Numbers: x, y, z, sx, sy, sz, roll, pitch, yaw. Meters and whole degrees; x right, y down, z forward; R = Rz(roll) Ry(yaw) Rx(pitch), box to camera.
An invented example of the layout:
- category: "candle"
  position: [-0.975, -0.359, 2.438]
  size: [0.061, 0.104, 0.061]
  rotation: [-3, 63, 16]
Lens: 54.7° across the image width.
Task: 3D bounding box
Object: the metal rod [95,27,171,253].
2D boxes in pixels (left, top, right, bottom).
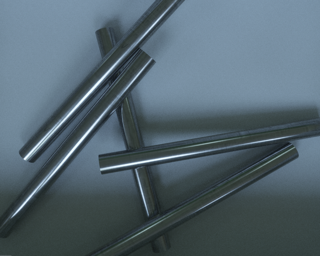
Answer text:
- category: "metal rod"
  position: [-0.035, 0.016, 0.411]
  size: [0.025, 0.025, 0.298]
  rotation: [-15, 90, 0]

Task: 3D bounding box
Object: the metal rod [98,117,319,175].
- category: "metal rod"
  position: [0.075, 0.021, 0.397]
  size: [0.302, 0.025, 0.025]
  rotation: [-9, 90, -7]

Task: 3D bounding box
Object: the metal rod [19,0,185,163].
- category: "metal rod"
  position: [-0.071, -0.068, 0.386]
  size: [0.025, 0.025, 0.299]
  rotation: [45, 99, -1]

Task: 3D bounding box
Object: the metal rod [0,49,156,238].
- category: "metal rod"
  position: [-0.112, 0.024, 0.394]
  size: [0.025, 0.025, 0.299]
  rotation: [41, 96, -1]

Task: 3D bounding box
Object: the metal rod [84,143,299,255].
- category: "metal rod"
  position: [0.044, 0.098, 0.393]
  size: [0.302, 0.025, 0.025]
  rotation: [-27, 90, -8]
